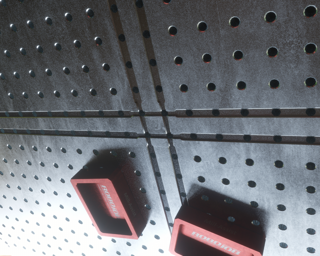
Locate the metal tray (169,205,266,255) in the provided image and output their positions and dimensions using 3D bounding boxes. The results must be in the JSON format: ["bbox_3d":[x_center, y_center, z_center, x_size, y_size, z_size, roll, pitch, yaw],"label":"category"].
[{"bbox_3d":[0.083,0.180,0.474,0.130,0.030,0.089,18,126,17],"label":"metal tray"}]

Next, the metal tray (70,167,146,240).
[{"bbox_3d":[-0.088,0.130,0.532,0.090,0.030,0.129,-7,115,31],"label":"metal tray"}]
